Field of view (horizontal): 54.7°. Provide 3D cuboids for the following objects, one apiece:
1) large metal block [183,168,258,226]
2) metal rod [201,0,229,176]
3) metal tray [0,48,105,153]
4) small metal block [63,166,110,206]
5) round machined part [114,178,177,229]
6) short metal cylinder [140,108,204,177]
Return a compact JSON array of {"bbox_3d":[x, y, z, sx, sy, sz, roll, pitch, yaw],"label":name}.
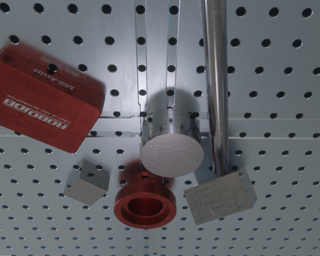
[{"bbox_3d":[0.091,0.097,0.452,0.080,0.050,0.080,-24,169,19],"label":"large metal block"},{"bbox_3d":[0.068,-0.050,0.369,0.025,0.025,0.298,-7,130,6],"label":"metal rod"},{"bbox_3d":[-0.147,-0.028,0.383,0.131,0.030,0.090,26,125,-21],"label":"metal tray"},{"bbox_3d":[-0.116,0.093,0.490,0.050,0.025,0.050,32,123,-24],"label":"small metal block"},{"bbox_3d":[-0.023,0.118,0.501,0.099,0.042,0.097,0,130,0],"label":"round machined part"},{"bbox_3d":[0.015,0.021,0.413,0.081,0.050,0.079,0,130,0],"label":"short metal cylinder"}]
